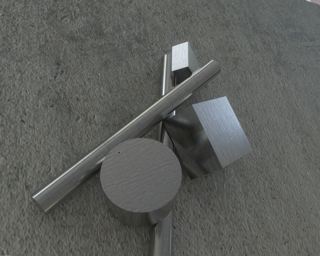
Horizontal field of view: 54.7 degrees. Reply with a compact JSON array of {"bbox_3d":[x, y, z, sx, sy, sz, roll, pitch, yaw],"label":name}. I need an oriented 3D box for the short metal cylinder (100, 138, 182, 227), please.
[{"bbox_3d":[-0.020,0.057,0.327,0.081,0.050,0.080,2,57,-3],"label":"short metal cylinder"}]

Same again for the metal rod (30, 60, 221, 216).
[{"bbox_3d":[-0.019,-0.007,0.377,0.025,0.025,0.302,47,58,5],"label":"metal rod"}]

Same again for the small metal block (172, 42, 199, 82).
[{"bbox_3d":[0.040,-0.092,0.466,0.050,0.025,0.050,49,35,-49],"label":"small metal block"}]

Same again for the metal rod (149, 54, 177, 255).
[{"bbox_3d":[0.007,0.022,0.395,0.025,0.025,0.300,16,55,-19],"label":"metal rod"}]

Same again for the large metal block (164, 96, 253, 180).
[{"bbox_3d":[0.063,0.011,0.398,0.081,0.050,0.080,-17,80,-48],"label":"large metal block"}]
